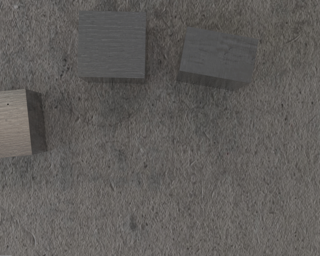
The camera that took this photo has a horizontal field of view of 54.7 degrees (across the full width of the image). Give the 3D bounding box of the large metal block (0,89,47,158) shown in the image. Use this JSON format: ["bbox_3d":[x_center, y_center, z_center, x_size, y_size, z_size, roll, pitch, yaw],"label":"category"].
[{"bbox_3d":[-0.197,-0.004,0.396,0.080,0.050,0.080,-6,90,0],"label":"large metal block"}]

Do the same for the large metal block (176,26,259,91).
[{"bbox_3d":[0.066,-0.081,0.383,0.080,0.080,0.050,10,90,0],"label":"large metal block"}]

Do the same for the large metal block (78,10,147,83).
[{"bbox_3d":[-0.058,-0.101,0.397,0.081,0.050,0.080,1,90,0],"label":"large metal block"}]
